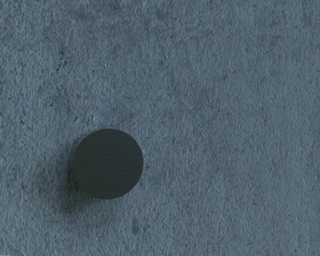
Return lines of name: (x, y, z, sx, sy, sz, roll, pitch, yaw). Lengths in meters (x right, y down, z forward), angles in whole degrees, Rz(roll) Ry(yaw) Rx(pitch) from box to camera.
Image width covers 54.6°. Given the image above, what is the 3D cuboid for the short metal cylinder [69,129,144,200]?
short metal cylinder: (-0.066, 0.040, 0.371, 0.081, 0.050, 0.080, 0, 90, -20)
